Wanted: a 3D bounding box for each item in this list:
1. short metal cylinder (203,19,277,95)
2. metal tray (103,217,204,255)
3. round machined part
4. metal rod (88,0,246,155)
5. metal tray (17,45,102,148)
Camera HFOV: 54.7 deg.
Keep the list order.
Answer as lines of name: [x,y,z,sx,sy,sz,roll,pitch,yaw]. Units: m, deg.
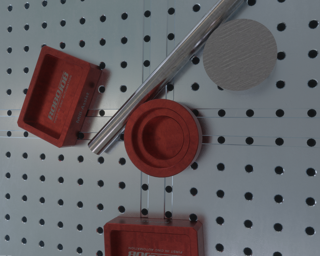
short metal cylinder: [0.095,-0.081,0.366,0.080,0.050,0.079,0,90,20]
metal tray: [-0.009,0.170,0.412,0.130,0.030,0.089,-3,89,19]
round machined part: [0.007,0.012,0.401,0.098,0.042,0.097,0,90,19]
metal rod: [0.008,-0.074,0.409,0.299,0.025,0.025,-46,76,14]
metal tray: [-0.152,-0.046,0.463,0.090,0.030,0.129,24,98,18]
